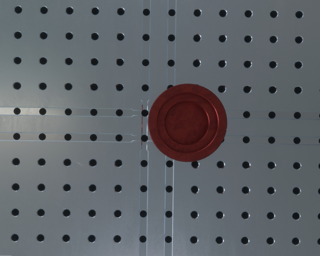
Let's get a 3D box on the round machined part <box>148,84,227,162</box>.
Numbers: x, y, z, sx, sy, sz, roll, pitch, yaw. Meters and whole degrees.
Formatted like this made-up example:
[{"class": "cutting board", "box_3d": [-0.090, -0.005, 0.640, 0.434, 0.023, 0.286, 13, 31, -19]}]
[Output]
[{"class": "round machined part", "box_3d": [0.035, -0.006, 0.405, 0.099, 0.042, 0.097, 0, 90, 0]}]
